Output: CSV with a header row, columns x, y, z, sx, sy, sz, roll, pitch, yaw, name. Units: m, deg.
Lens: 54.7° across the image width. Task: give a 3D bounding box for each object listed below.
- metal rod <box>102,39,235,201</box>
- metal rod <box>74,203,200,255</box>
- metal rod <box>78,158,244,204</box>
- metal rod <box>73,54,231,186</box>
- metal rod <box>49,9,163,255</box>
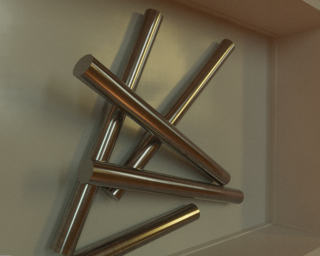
x,y,z,sx,sy,sz,roll,pitch,yaw,name
0.025,-0.027,0.427,0.301,0.025,0.025,-52,120,-27,metal rod
-0.066,0.142,0.350,0.302,0.025,0.025,-10,97,-39,metal rod
0.028,0.078,0.407,0.302,0.025,0.025,20,77,-45,metal rod
0.015,0.011,0.384,0.301,0.025,0.025,39,66,-44,metal rod
-0.055,-0.009,0.360,0.025,0.025,0.299,31,71,-36,metal rod
